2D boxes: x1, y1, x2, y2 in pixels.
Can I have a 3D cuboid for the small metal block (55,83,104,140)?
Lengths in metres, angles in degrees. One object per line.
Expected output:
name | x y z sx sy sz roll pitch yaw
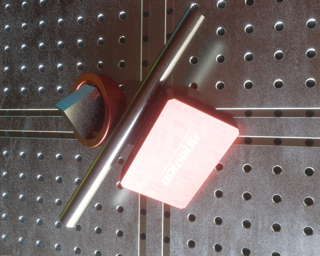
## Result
small metal block | -0.098 -0.022 0.403 0.050 0.050 0.025 -42 43 -21

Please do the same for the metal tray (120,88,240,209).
metal tray | 0.020 0.029 0.366 0.090 0.030 0.129 24 115 -14

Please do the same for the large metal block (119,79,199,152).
large metal block | -0.001 -0.015 0.398 0.080 0.050 0.079 10 93 19

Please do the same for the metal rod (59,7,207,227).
metal rod | -0.039 -0.004 0.372 0.025 0.025 0.299 36 101 16

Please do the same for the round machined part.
round machined part | -0.079 -0.024 0.416 0.098 0.042 0.097 4 95 44
